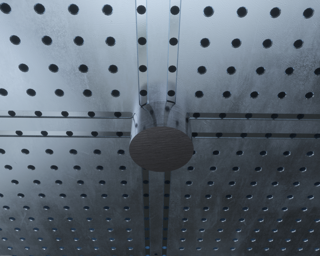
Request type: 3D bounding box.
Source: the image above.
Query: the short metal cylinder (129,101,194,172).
[{"bbox_3d":[0.002,0.012,0.405,0.080,0.050,0.080,0,130,0],"label":"short metal cylinder"}]
